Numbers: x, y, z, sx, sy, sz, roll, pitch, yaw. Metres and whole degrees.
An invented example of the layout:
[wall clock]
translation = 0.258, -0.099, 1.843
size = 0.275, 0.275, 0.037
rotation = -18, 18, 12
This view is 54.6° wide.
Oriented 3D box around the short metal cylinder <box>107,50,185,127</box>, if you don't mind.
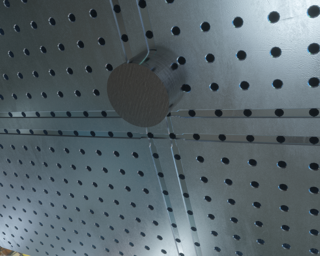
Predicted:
[short metal cylinder]
translation = -0.016, -0.048, 0.375
size = 0.080, 0.050, 0.080
rotation = 13, 124, 21
